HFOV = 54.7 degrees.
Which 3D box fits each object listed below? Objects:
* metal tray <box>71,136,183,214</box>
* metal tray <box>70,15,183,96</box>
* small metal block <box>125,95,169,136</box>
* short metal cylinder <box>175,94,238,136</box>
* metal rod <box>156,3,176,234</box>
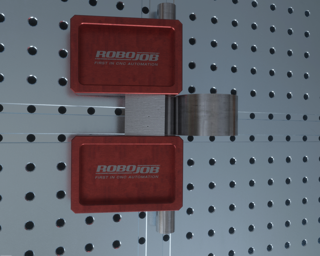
[{"bbox_3d":[-0.039,0.054,0.377,0.131,0.030,0.089,0,90,-8],"label":"metal tray"},{"bbox_3d":[-0.040,-0.085,0.377,0.131,0.030,0.089,0,90,-8],"label":"metal tray"},{"bbox_3d":[-0.016,-0.016,0.392,0.050,0.025,0.050,1,90,11],"label":"small metal block"},{"bbox_3d":[0.060,-0.016,0.402,0.081,0.080,0.050,0,90,-20],"label":"short metal cylinder"},{"bbox_3d":[0.008,-0.013,0.411,0.025,0.025,0.298,0,90,-20],"label":"metal rod"}]
